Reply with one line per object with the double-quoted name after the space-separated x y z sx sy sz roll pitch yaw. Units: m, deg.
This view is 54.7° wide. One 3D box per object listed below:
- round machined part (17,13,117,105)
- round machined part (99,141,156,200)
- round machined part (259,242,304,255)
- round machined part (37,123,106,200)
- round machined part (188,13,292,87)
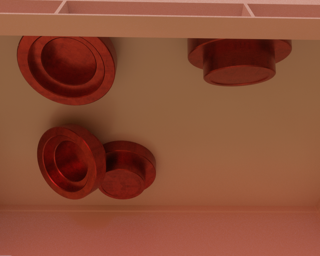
-0.095 -0.076 0.333 0.099 0.042 0.097 0 130 0 "round machined part"
-0.055 0.068 0.455 0.099 0.042 0.097 0 130 0 "round machined part"
0.243 0.270 0.632 0.099 0.042 0.097 0 130 0 "round machined part"
-0.111 0.041 0.411 0.098 0.042 0.097 7 106 26 "round machined part"
0.077 -0.069 0.304 0.099 0.042 0.098 0 172 0 "round machined part"
